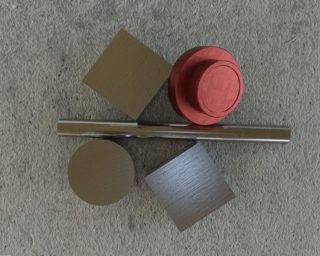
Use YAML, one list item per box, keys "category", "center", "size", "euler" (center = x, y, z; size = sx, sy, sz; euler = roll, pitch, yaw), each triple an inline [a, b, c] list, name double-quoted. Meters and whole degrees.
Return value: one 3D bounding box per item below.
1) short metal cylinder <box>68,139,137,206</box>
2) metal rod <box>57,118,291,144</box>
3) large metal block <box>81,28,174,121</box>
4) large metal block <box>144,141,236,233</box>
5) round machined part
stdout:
- category: "short metal cylinder"
  center: [-0.071, 0.054, 0.398]
  size: [0.081, 0.050, 0.079]
  euler: [0, 90, -1]
- category: "metal rod"
  center: [0.019, 0.004, 0.412]
  size: [0.302, 0.025, 0.025]
  euler: [2, 90, -1]
- category: "large metal block"
  center: [-0.038, -0.065, 0.396]
  size: [0.080, 0.050, 0.080]
  euler: [37, 90, -1]
- category: "large metal block"
  center: [0.037, 0.072, 0.399]
  size: [0.080, 0.050, 0.080]
  euler: [-33, 90, 0]
- category: "round machined part"
  center: [0.062, -0.050, 0.380]
  size: [0.099, 0.042, 0.097]
  euler: [-8, 108, -26]
